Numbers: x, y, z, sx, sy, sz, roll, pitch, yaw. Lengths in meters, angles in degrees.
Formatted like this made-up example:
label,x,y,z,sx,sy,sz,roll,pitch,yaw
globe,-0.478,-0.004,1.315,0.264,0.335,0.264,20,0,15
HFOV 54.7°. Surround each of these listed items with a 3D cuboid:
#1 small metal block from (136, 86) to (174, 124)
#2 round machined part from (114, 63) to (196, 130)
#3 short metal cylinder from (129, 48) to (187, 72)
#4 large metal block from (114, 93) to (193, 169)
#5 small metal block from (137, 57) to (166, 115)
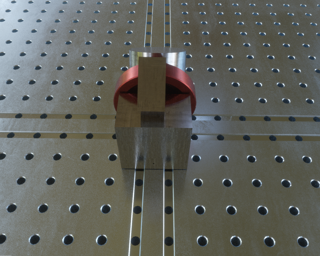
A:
label,x,y,z,sx,sy,sz,roll,pitch,yaw
small metal block,-0.006,-0.033,0.434,0.050,0.025,0.050,1,50,0
round machined part,-0.006,-0.043,0.383,0.099,0.097,0.042,1,50,0
short metal cylinder,-0.003,-0.086,0.442,0.081,0.050,0.080,1,20,0
large metal block,-0.007,0.006,0.366,0.081,0.080,0.050,1,50,0
small metal block,-0.007,-0.039,0.306,0.025,0.050,0.050,1,88,0
